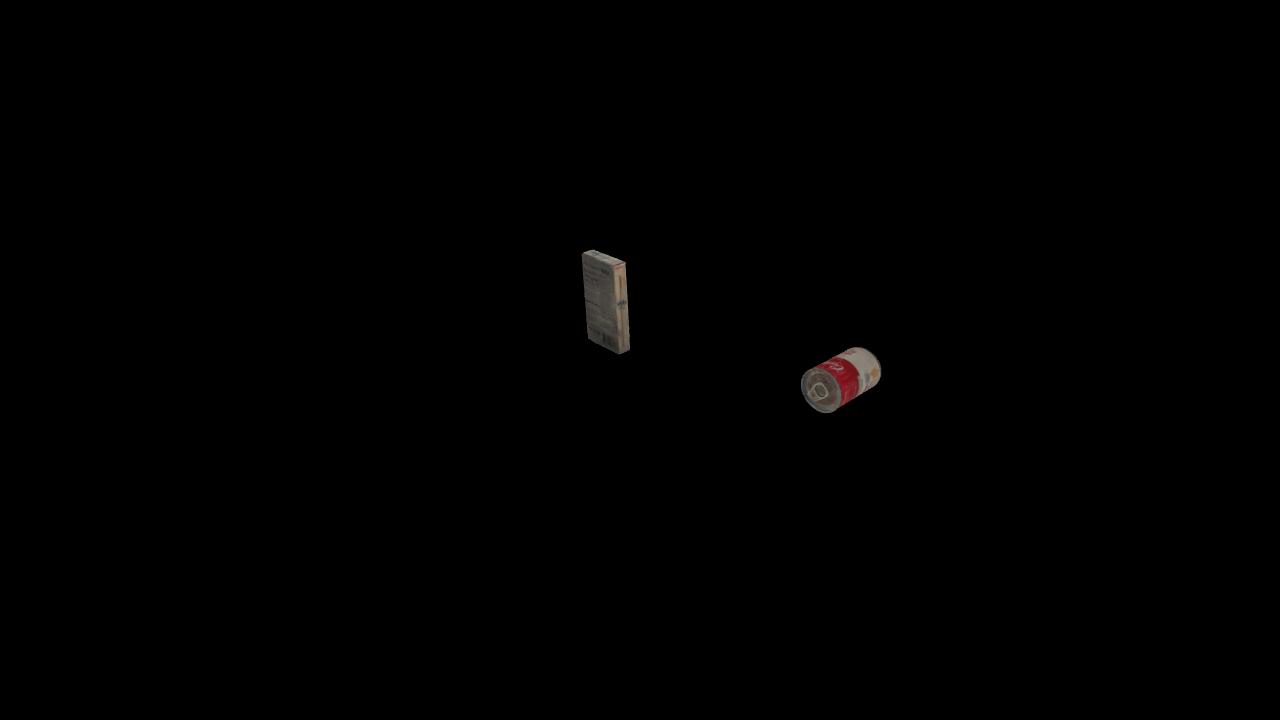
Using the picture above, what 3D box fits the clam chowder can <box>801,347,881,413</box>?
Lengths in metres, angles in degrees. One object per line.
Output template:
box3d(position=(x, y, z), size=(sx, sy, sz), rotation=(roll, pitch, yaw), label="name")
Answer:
box3d(position=(0.292, 0.027, 0.889), size=(0.102, 0.068, 0.068), rotation=(-22, 12, -33), label="clam chowder can")

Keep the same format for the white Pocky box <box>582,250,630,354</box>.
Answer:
box3d(position=(-0.055, -0.092, 0.981), size=(0.028, 0.154, 0.084), rotation=(-24, 36, -34), label="white Pocky box")
